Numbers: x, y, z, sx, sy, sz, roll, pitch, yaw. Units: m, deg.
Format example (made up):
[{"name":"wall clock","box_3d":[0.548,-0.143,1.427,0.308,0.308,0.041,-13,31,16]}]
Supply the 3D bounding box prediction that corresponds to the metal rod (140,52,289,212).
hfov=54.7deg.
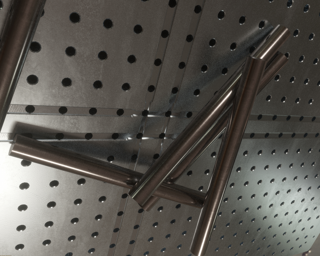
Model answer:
[{"name":"metal rod","box_3d":[0.075,0.008,0.458,0.300,0.025,0.025,-48,129,5]}]

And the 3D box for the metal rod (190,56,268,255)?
[{"name":"metal rod","box_3d":[0.088,0.052,0.427,0.025,0.025,0.298,1,113,-29]}]

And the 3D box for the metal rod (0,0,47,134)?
[{"name":"metal rod","box_3d":[-0.176,0.001,0.315,0.025,0.025,0.298,15,110,-35]}]

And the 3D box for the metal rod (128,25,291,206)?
[{"name":"metal rod","box_3d":[0.069,-0.021,0.408,0.300,0.025,0.025,-48,130,-6]}]

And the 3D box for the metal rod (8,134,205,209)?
[{"name":"metal rod","box_3d":[-0.039,0.068,0.411,0.302,0.025,0.025,23,106,-30]}]
